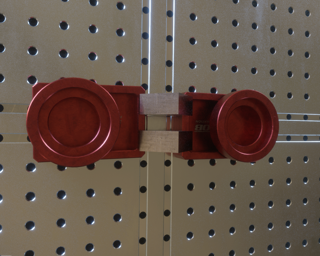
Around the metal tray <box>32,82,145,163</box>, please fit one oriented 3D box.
[{"bbox_3d":[-0.085,-0.007,0.380,0.131,0.030,0.089,-1,92,-20],"label":"metal tray"}]

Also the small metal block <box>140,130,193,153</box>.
[{"bbox_3d":[0.009,0.016,0.387,0.050,0.050,0.025,1,90,24],"label":"small metal block"}]

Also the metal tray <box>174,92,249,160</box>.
[{"bbox_3d":[0.086,-0.002,0.442,0.131,0.030,0.089,1,90,-20],"label":"metal tray"}]

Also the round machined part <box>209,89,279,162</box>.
[{"bbox_3d":[0.112,-0.003,0.431,0.099,0.042,0.097,0,90,-20],"label":"round machined part"}]

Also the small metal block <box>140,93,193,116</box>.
[{"bbox_3d":[0.009,-0.028,0.387,0.050,0.050,0.025,1,90,24],"label":"small metal block"}]

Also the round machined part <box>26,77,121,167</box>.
[{"bbox_3d":[-0.098,-0.006,0.354,0.099,0.042,0.097,0,90,-20],"label":"round machined part"}]
